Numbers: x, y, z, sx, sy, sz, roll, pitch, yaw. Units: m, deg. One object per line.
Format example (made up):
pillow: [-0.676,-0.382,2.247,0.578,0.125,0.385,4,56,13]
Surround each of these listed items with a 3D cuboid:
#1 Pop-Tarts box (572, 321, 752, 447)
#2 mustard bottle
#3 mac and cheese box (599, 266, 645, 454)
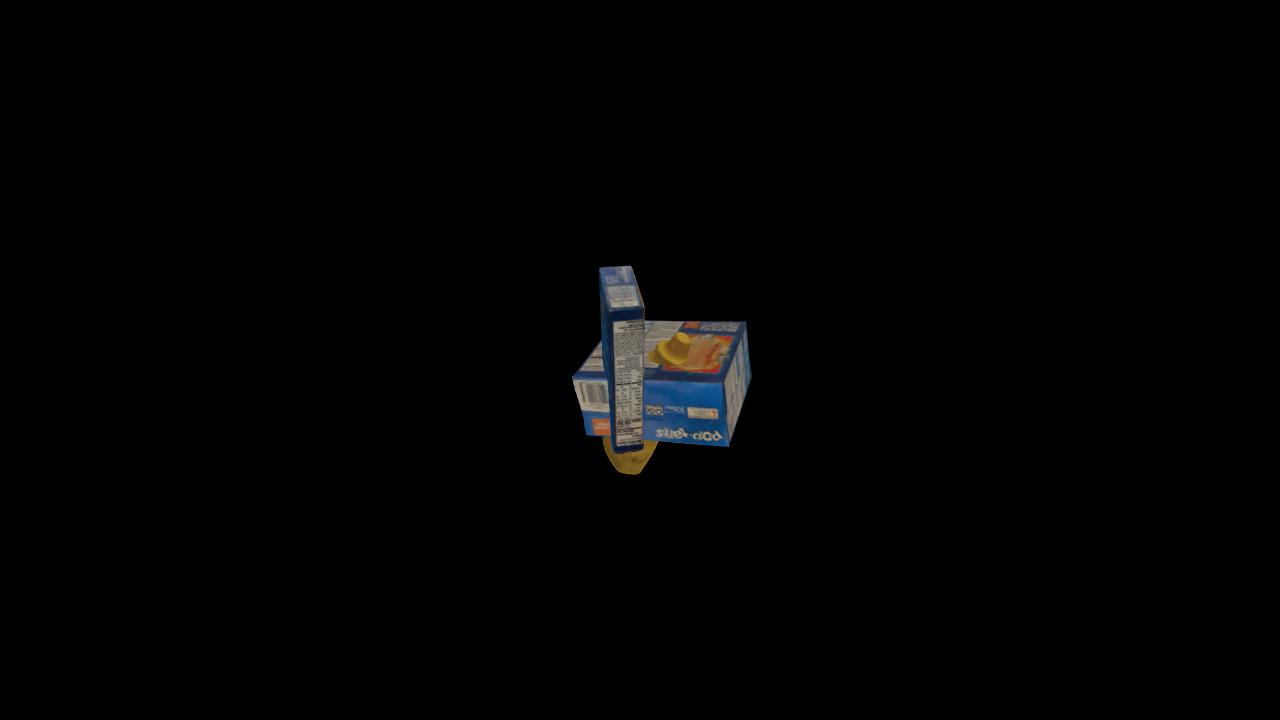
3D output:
Pop-Tarts box: [0.031,0.021,0.704,0.167,0.083,0.141,2,31,20]
mustard bottle: [0.012,0.041,0.699,0.054,0.184,0.092,14,38,-18]
mac and cheese box: [-0.019,0.002,0.664,0.041,0.184,0.093,-6,35,-8]
